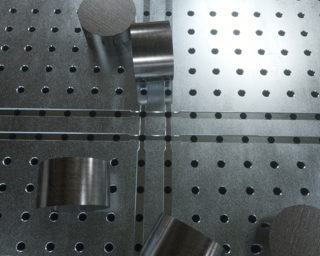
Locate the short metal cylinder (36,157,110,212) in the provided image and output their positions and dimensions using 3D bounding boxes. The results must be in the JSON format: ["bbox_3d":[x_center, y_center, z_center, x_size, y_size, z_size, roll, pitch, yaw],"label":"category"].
[{"bbox_3d":[-0.098,0.068,0.357,0.081,0.080,0.050,-3,70,-2],"label":"short metal cylinder"}]

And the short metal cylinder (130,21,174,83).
[{"bbox_3d":[-0.011,-0.102,0.420,0.050,0.080,0.080,-5,70,-2],"label":"short metal cylinder"}]

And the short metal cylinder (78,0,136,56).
[{"bbox_3d":[-0.074,-0.153,0.453,0.081,0.050,0.080,0,70,-1],"label":"short metal cylinder"}]

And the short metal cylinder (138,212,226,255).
[{"bbox_3d":[0.024,0.134,0.334,0.080,0.080,0.050,29,73,9],"label":"short metal cylinder"}]

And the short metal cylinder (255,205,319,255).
[{"bbox_3d":[0.156,0.131,0.353,0.081,0.050,0.080,0,70,-1],"label":"short metal cylinder"}]
